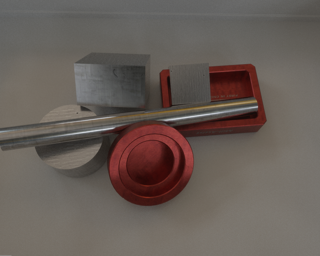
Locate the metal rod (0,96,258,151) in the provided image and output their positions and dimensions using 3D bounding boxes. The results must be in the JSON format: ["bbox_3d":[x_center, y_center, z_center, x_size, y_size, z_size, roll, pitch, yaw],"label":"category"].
[{"bbox_3d":[-0.023,-0.009,0.367,0.302,0.025,0.025,-8,70,-15],"label":"metal rod"}]

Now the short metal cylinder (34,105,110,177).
[{"bbox_3d":[-0.107,0.017,0.386,0.081,0.050,0.080,0,70,0],"label":"short metal cylinder"}]

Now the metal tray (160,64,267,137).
[{"bbox_3d":[0.068,-0.037,0.419,0.131,0.030,0.090,-4,70,-2],"label":"metal tray"}]

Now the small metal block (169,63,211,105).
[{"bbox_3d":[0.038,-0.057,0.407,0.050,0.025,0.050,-5,96,-2],"label":"small metal block"}]

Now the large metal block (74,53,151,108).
[{"bbox_3d":[-0.055,-0.063,0.393,0.081,0.080,0.050,2,112,1],"label":"large metal block"}]

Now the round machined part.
[{"bbox_3d":[-0.013,0.039,0.368,0.099,0.042,0.097,-4,104,-14],"label":"round machined part"}]
